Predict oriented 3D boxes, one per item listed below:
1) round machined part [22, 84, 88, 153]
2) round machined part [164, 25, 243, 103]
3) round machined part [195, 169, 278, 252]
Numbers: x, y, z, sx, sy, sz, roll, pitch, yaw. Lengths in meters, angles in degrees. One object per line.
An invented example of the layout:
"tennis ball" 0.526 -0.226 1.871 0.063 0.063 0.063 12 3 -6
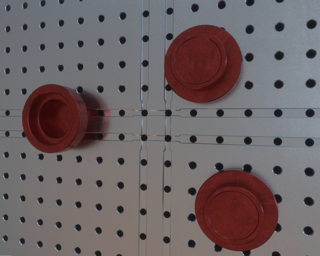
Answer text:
"round machined part" -0.148 -0.013 0.454 0.098 0.042 0.097 0 90 19
"round machined part" 0.051 -0.080 0.385 0.098 0.042 0.097 0 90 19
"round machined part" 0.090 0.100 0.372 0.098 0.042 0.097 0 90 19
